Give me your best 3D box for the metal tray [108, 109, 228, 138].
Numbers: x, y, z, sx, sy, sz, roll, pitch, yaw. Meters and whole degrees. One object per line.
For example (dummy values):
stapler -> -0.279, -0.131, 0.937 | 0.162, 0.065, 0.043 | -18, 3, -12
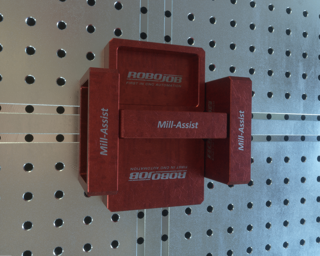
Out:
metal tray -> 0.004, -0.004, 0.379 | 0.131, 0.090, 0.030 | 1, 90, -20

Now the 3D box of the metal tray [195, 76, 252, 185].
metal tray -> 0.081, 0.003, 0.409 | 0.030, 0.090, 0.129 | 1, 90, -20

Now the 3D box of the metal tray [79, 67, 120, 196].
metal tray -> -0.072, 0.004, 0.352 | 0.030, 0.090, 0.129 | 1, 90, -20

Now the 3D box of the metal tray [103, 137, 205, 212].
metal tray -> -0.006, 0.057, 0.407 | 0.131, 0.030, 0.089 | 1, 90, -21

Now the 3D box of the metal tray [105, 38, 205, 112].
metal tray -> -0.005, -0.064, 0.409 | 0.131, 0.030, 0.089 | 1, 90, -21
